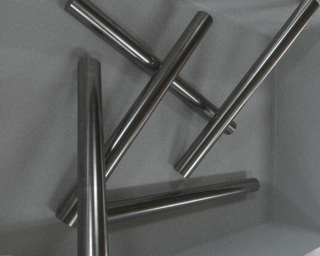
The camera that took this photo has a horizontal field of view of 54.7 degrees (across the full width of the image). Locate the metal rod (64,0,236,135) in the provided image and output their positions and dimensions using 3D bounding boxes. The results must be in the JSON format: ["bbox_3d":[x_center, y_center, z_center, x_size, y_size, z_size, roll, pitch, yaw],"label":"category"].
[{"bbox_3d":[0.009,-0.067,0.413,0.301,0.025,0.025,33,70,-35],"label":"metal rod"}]

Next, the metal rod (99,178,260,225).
[{"bbox_3d":[0.048,0.099,0.447,0.302,0.025,0.025,0,90,-40],"label":"metal rod"}]

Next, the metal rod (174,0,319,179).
[{"bbox_3d":[0.120,-0.055,0.433,0.025,0.025,0.300,38,90,-34],"label":"metal rod"}]

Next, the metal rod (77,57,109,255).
[{"bbox_3d":[-0.060,0.062,0.274,0.025,0.025,0.299,17,54,-39],"label":"metal rod"}]

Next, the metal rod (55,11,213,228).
[{"bbox_3d":[-0.020,-0.023,0.365,0.025,0.025,0.300,43,71,-32],"label":"metal rod"}]
